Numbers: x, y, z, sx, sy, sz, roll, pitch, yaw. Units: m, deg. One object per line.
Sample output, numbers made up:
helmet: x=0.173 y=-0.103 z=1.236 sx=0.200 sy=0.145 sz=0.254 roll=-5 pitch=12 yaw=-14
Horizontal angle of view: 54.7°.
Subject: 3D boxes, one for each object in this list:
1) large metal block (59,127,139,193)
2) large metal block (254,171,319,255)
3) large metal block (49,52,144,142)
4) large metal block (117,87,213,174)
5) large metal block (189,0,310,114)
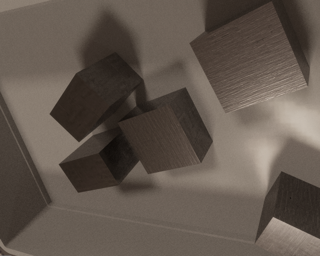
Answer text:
large metal block: x=-0.079 y=0.042 z=0.439 sx=0.080 sy=0.080 sz=0.050 roll=-17 pitch=110 yaw=34
large metal block: x=0.163 y=0.107 z=0.353 sx=0.080 sy=0.080 sz=0.050 roll=24 pitch=127 yaw=13
large metal block: x=-0.078 y=-0.039 z=0.388 sx=0.050 sy=0.080 sz=0.080 roll=45 pitch=129 yaw=-4
large metal block: x=0.008 y=0.005 z=0.391 sx=0.080 sy=0.050 sz=0.080 roll=-17 pitch=110 yaw=34
large metal block: x=0.089 y=-0.070 z=0.302 sx=0.080 sy=0.050 sz=0.080 roll=-19 pitch=108 yaw=35
